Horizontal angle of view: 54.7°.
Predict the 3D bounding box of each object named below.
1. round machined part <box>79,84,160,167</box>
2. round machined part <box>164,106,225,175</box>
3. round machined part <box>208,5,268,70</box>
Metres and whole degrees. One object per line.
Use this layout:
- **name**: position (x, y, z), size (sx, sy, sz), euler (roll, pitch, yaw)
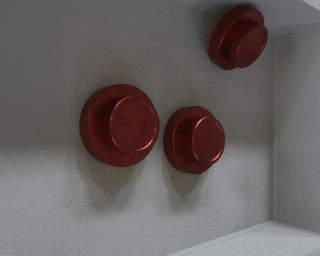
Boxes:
- **round machined part**: position (-0.039, -0.003, 0.362), size (0.099, 0.042, 0.097), euler (0, 90, -40)
- **round machined part**: position (0.056, 0.018, 0.442), size (0.099, 0.042, 0.097), euler (0, 90, -40)
- **round machined part**: position (0.124, -0.130, 0.467), size (0.099, 0.042, 0.097), euler (-29, 143, -24)
